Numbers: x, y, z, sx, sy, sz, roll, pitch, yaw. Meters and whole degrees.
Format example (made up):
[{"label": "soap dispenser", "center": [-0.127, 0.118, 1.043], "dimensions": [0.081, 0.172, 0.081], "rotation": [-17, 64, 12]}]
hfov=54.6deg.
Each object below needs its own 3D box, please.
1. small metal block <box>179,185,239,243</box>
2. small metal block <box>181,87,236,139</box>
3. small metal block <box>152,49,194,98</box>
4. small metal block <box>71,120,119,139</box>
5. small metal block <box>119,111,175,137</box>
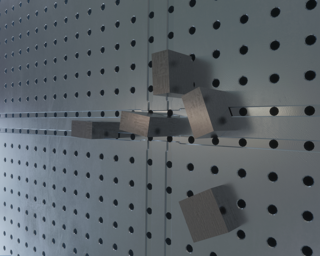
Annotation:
[{"label": "small metal block", "center": [0.056, 0.101, 0.364], "dimensions": [0.050, 0.025, 0.050], "rotation": [-32, 70, 35]}, {"label": "small metal block", "center": [0.055, -0.016, 0.348], "dimensions": [0.025, 0.050, 0.050], "rotation": [-26, 74, 37]}, {"label": "small metal block", "center": [0.017, -0.065, 0.380], "dimensions": [0.025, 0.050, 0.050], "rotation": [-4, 88, 40]}, {"label": "small metal block", "center": [-0.100, 0.002, 0.477], "dimensions": [0.050, 0.050, 0.025], "rotation": [4, 93, 40]}, {"label": "small metal block", "center": [-0.017, -0.006, 0.408], "dimensions": [0.050, 0.050, 0.025], "rotation": [14, 99, 39]}]
